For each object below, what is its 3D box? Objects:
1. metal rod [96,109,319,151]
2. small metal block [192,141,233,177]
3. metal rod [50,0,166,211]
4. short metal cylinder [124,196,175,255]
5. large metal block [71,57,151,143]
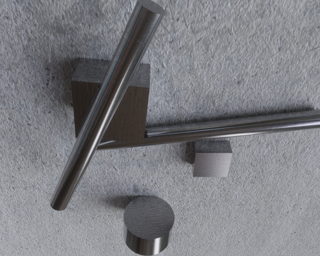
[{"bbox_3d":[0.056,0.004,0.411,0.302,0.025,0.025,-6,130,4],"label":"metal rod"},{"bbox_3d":[0.074,0.045,0.447,0.050,0.025,0.050,0,130,-1],"label":"small metal block"},{"bbox_3d":[-0.073,0.001,0.341,0.025,0.025,0.298,20,127,-17],"label":"metal rod"},{"bbox_3d":[-0.019,0.158,0.506,0.081,0.080,0.050,4,130,-4],"label":"short metal cylinder"},{"bbox_3d":[-0.055,-0.031,0.363,0.081,0.050,0.079,5,130,-5],"label":"large metal block"}]
